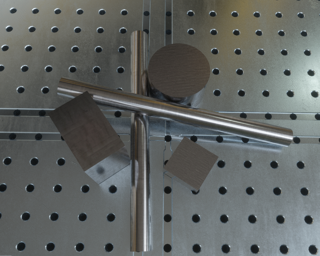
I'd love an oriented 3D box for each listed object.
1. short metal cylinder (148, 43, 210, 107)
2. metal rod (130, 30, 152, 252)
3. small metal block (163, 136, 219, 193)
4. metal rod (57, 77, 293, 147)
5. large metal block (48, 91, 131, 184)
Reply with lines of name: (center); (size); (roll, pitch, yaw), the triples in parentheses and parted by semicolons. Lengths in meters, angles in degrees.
short metal cylinder: (0.025, -0.067, 0.423); (0.081, 0.050, 0.080); (0, 70, 0)
metal rod: (-0.026, 0.003, 0.410); (0.025, 0.025, 0.299); (-1, 70, -1)
small metal block: (0.039, 0.047, 0.396); (0.050, 0.025, 0.050); (32, 73, 10)
metal rod: (0.023, -0.019, 0.399); (0.302, 0.025, 0.025); (12, 70, -4)
large metal block: (-0.081, 0.015, 0.375); (0.050, 0.080, 0.080); (-33, 74, -11)
